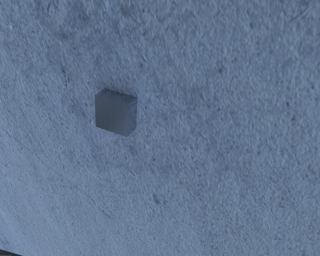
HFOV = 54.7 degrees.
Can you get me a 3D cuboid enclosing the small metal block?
[{"bbox_3d":[-0.060,-0.021,0.424,0.050,0.025,0.050,17,125,17],"label":"small metal block"}]
